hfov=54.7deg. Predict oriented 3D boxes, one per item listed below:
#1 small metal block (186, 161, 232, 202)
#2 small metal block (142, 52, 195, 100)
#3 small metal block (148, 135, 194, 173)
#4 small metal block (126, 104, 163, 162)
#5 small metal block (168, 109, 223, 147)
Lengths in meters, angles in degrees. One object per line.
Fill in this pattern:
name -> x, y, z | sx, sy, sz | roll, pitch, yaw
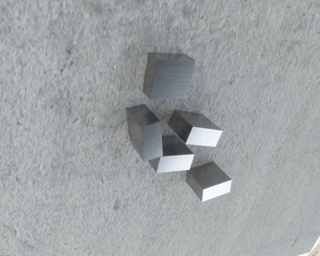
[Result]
small metal block -> 0.075, 0.083, 0.485 | 0.050, 0.050, 0.025 | -14, 124, -21
small metal block -> 0.010, -0.063, 0.375 | 0.050, 0.025, 0.050 | -4, 120, -27
small metal block -> 0.010, 0.034, 0.419 | 0.050, 0.050, 0.025 | -1, 119, -28
small metal block -> -0.020, 0.005, 0.384 | 0.025, 0.050, 0.050 | -16, 125, -20
small metal block -> 0.047, 0.000, 0.418 | 0.050, 0.050, 0.025 | 7, 115, -32
